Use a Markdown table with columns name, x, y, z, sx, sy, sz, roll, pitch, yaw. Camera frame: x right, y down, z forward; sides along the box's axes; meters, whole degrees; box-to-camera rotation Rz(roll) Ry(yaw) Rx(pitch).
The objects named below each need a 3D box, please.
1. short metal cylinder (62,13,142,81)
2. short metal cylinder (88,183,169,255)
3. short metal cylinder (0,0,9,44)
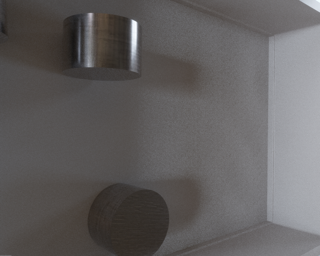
| name | x | y | z | sx | sy | sz | roll | pitch | yaw |
| --- | --- | --- | --- | --- | --- | --- | --- | --- | --- |
| short metal cylinder | -0.059 | -0.080 | 0.322 | 0.081 | 0.080 | 0.050 | 1 | 90 | -40 |
| short metal cylinder | -0.036 | 0.108 | 0.362 | 0.081 | 0.050 | 0.079 | 0 | 90 | -40 |
| short metal cylinder | -0.162 | -0.096 | 0.236 | 0.081 | 0.080 | 0.050 | -5 | 93 | -40 |
